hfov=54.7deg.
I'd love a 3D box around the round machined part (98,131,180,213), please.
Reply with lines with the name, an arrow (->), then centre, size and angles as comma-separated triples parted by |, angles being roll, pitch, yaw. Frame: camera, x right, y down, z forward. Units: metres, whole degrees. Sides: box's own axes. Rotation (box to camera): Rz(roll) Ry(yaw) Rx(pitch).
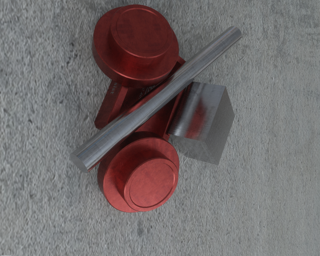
round machined part -> -0.018, 0.056, 0.358 | 0.099, 0.042, 0.097 | -13, 117, -27

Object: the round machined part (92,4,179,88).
round machined part -> -0.024, -0.098, 0.348 | 0.099, 0.042, 0.098 | 6, 69, -16

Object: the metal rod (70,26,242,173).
metal rod -> 0.015, -0.052, 0.380 | 0.302, 0.025, 0.025 | -43, 116, -32

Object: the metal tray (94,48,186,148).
metal tray -> -0.016, -0.042, 0.389 | 0.090, 0.030, 0.130 | 31, 71, -36

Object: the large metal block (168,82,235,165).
large metal block -> 0.060, -0.005, 0.421 | 0.080, 0.050, 0.080 | -67, 151, -19
